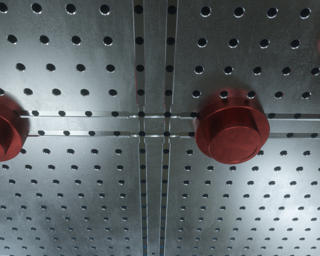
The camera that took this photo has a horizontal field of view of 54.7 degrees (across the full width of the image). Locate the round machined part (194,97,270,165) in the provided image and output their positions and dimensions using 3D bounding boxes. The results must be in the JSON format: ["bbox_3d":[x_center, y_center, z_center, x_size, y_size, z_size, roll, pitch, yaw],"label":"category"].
[{"bbox_3d":[0.096,0.011,0.411,0.099,0.042,0.097,-1,130,0],"label":"round machined part"}]

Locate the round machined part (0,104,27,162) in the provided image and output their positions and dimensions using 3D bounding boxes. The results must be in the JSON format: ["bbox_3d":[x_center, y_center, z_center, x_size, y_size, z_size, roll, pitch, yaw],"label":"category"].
[{"bbox_3d":[-0.233,0.012,0.408,0.099,0.042,0.097,-1,130,0],"label":"round machined part"}]
